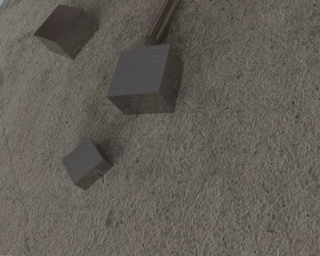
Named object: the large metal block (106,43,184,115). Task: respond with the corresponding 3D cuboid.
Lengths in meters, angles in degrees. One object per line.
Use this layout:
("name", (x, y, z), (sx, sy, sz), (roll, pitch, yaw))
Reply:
("large metal block", (-0.019, -0.067, 0.439), (0.080, 0.050, 0.080), (-1, 61, 27))

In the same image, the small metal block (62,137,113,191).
("small metal block", (-0.101, 0.049, 0.427), (0.050, 0.025, 0.050), (-42, 51, -1))

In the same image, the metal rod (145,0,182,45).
("metal rod", (0.046, -0.268, 0.544), (0.025, 0.025, 0.300), (12, 67, 33))

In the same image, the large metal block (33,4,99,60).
("large metal block", (-0.181, -0.186, 0.597), (0.080, 0.050, 0.080), (25, 75, 37))
